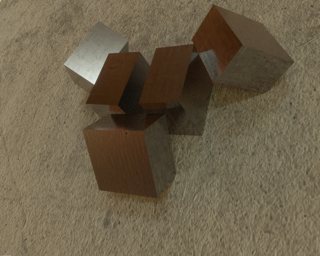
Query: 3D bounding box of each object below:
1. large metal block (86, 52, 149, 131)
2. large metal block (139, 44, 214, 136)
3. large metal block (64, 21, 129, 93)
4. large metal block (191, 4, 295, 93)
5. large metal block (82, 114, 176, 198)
[{"bbox_3d":[-0.042,-0.044,0.418,0.050,0.080,0.080,5,64,30],"label":"large metal block"},{"bbox_3d":[0.024,-0.044,0.383,0.050,0.080,0.080,1,62,28],"label":"large metal block"},{"bbox_3d":[-0.091,-0.097,0.464,0.050,0.080,0.080,34,78,1],"label":"large metal block"},{"bbox_3d":[0.096,-0.092,0.368,0.050,0.081,0.080,-56,40,38],"label":"large metal block"},{"bbox_3d":[-0.034,0.029,0.360,0.080,0.079,0.050,1,23,28],"label":"large metal block"}]
